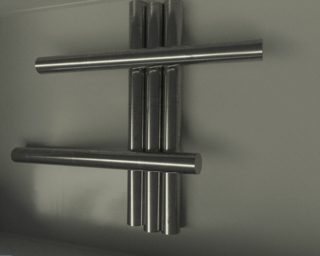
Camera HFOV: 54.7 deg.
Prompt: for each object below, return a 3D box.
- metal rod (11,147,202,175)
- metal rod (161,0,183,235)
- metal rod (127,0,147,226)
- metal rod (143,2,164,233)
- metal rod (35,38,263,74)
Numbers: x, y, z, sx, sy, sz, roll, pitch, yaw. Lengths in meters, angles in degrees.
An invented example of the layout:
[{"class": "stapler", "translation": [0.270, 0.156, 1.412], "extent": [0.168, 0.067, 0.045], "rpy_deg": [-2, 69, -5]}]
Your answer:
[{"class": "metal rod", "translation": [-0.090, 0.042, 0.422], "extent": [0.300, 0.025, 0.025], "rpy_deg": [0, 90, 27]}, {"class": "metal rod", "translation": [0.016, -0.014, 0.403], "extent": [0.025, 0.025, 0.298], "rpy_deg": [1, 90, 20]}, {"class": "metal rod", "translation": [-0.031, -0.019, 0.421], "extent": [0.025, 0.025, 0.298], "rpy_deg": [1, 90, 20]}, {"class": "metal rod", "translation": [-0.008, -0.014, 0.412], "extent": [0.025, 0.025, 0.298], "rpy_deg": [1, 90, 20]}, {"class": "metal rod", "translation": [-0.028, -0.088, 0.392], "extent": [0.301, 0.025, 0.025], "rpy_deg": [0, 90, 20]}]
